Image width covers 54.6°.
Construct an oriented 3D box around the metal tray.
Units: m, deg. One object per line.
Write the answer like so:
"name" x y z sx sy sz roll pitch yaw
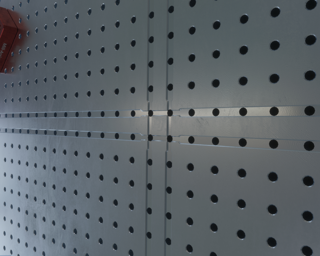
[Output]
"metal tray" -0.384 -0.206 0.725 0.129 0.030 0.090 -51 60 28
